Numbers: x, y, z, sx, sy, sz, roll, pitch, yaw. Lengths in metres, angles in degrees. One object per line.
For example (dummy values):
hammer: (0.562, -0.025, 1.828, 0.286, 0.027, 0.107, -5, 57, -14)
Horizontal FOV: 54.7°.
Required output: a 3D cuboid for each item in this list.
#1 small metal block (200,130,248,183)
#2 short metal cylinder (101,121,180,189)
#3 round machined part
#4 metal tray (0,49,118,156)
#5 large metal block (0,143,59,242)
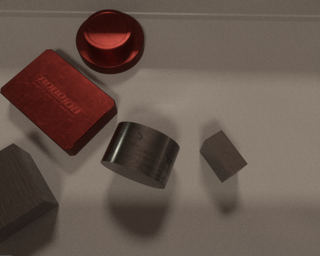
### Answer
small metal block: (0.077, 0.036, 0.384, 0.025, 0.050, 0.050, -31, 73, -11)
short metal cylinder: (-0.023, 0.033, 0.368, 0.080, 0.080, 0.050, 20, 71, 7)
round machined part: (-0.072, -0.131, 0.448, 0.099, 0.042, 0.098, 0, 70, -1)
metal tray: (-0.135, -0.037, 0.419, 0.130, 0.030, 0.090, 39, 74, 12)
large metal block: (-0.182, 0.078, 0.366, 0.080, 0.050, 0.080, -33, 74, -12)
